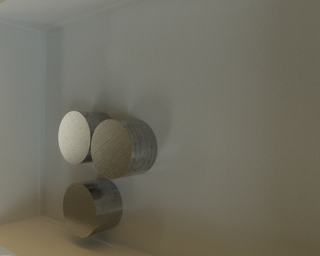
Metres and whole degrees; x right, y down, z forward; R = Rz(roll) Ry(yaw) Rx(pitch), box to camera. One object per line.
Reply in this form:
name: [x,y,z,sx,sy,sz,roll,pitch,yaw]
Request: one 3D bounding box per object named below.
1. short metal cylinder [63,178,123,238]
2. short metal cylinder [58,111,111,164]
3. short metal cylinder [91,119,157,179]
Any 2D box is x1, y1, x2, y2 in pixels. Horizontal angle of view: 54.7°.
short metal cylinder: [-0.103,0.120,0.473,0.080,0.050,0.079,0,90,39]
short metal cylinder: [-0.113,0.014,0.481,0.080,0.050,0.079,0,90,39]
short metal cylinder: [-0.050,0.028,0.430,0.080,0.050,0.079,0,90,39]
